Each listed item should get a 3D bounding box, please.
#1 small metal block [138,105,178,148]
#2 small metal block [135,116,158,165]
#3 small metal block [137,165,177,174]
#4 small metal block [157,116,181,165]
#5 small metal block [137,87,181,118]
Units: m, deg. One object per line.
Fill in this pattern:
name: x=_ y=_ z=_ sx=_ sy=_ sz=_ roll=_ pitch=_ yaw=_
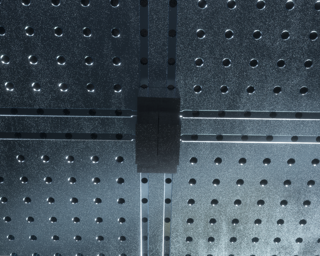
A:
small metal block: x=-0.003 y=-0.002 z=0.412 sx=0.050 sy=0.025 sz=0.050 roll=2 pitch=110 yaw=0
small metal block: x=-0.015 y=0.010 z=0.377 sx=0.025 sy=0.050 sz=0.050 roll=2 pitch=110 yaw=-1
small metal block: x=-0.003 y=0.037 z=0.413 sx=0.050 sy=0.050 sz=0.025 roll=2 pitch=110 yaw=-1
small metal block: x=0.011 y=0.011 z=0.377 sx=0.025 sy=0.050 sz=0.050 roll=2 pitch=110 yaw=0
small metal block: x=-0.002 y=-0.033 z=0.387 sx=0.050 sy=0.050 sz=0.025 roll=2 pitch=110 yaw=-1
